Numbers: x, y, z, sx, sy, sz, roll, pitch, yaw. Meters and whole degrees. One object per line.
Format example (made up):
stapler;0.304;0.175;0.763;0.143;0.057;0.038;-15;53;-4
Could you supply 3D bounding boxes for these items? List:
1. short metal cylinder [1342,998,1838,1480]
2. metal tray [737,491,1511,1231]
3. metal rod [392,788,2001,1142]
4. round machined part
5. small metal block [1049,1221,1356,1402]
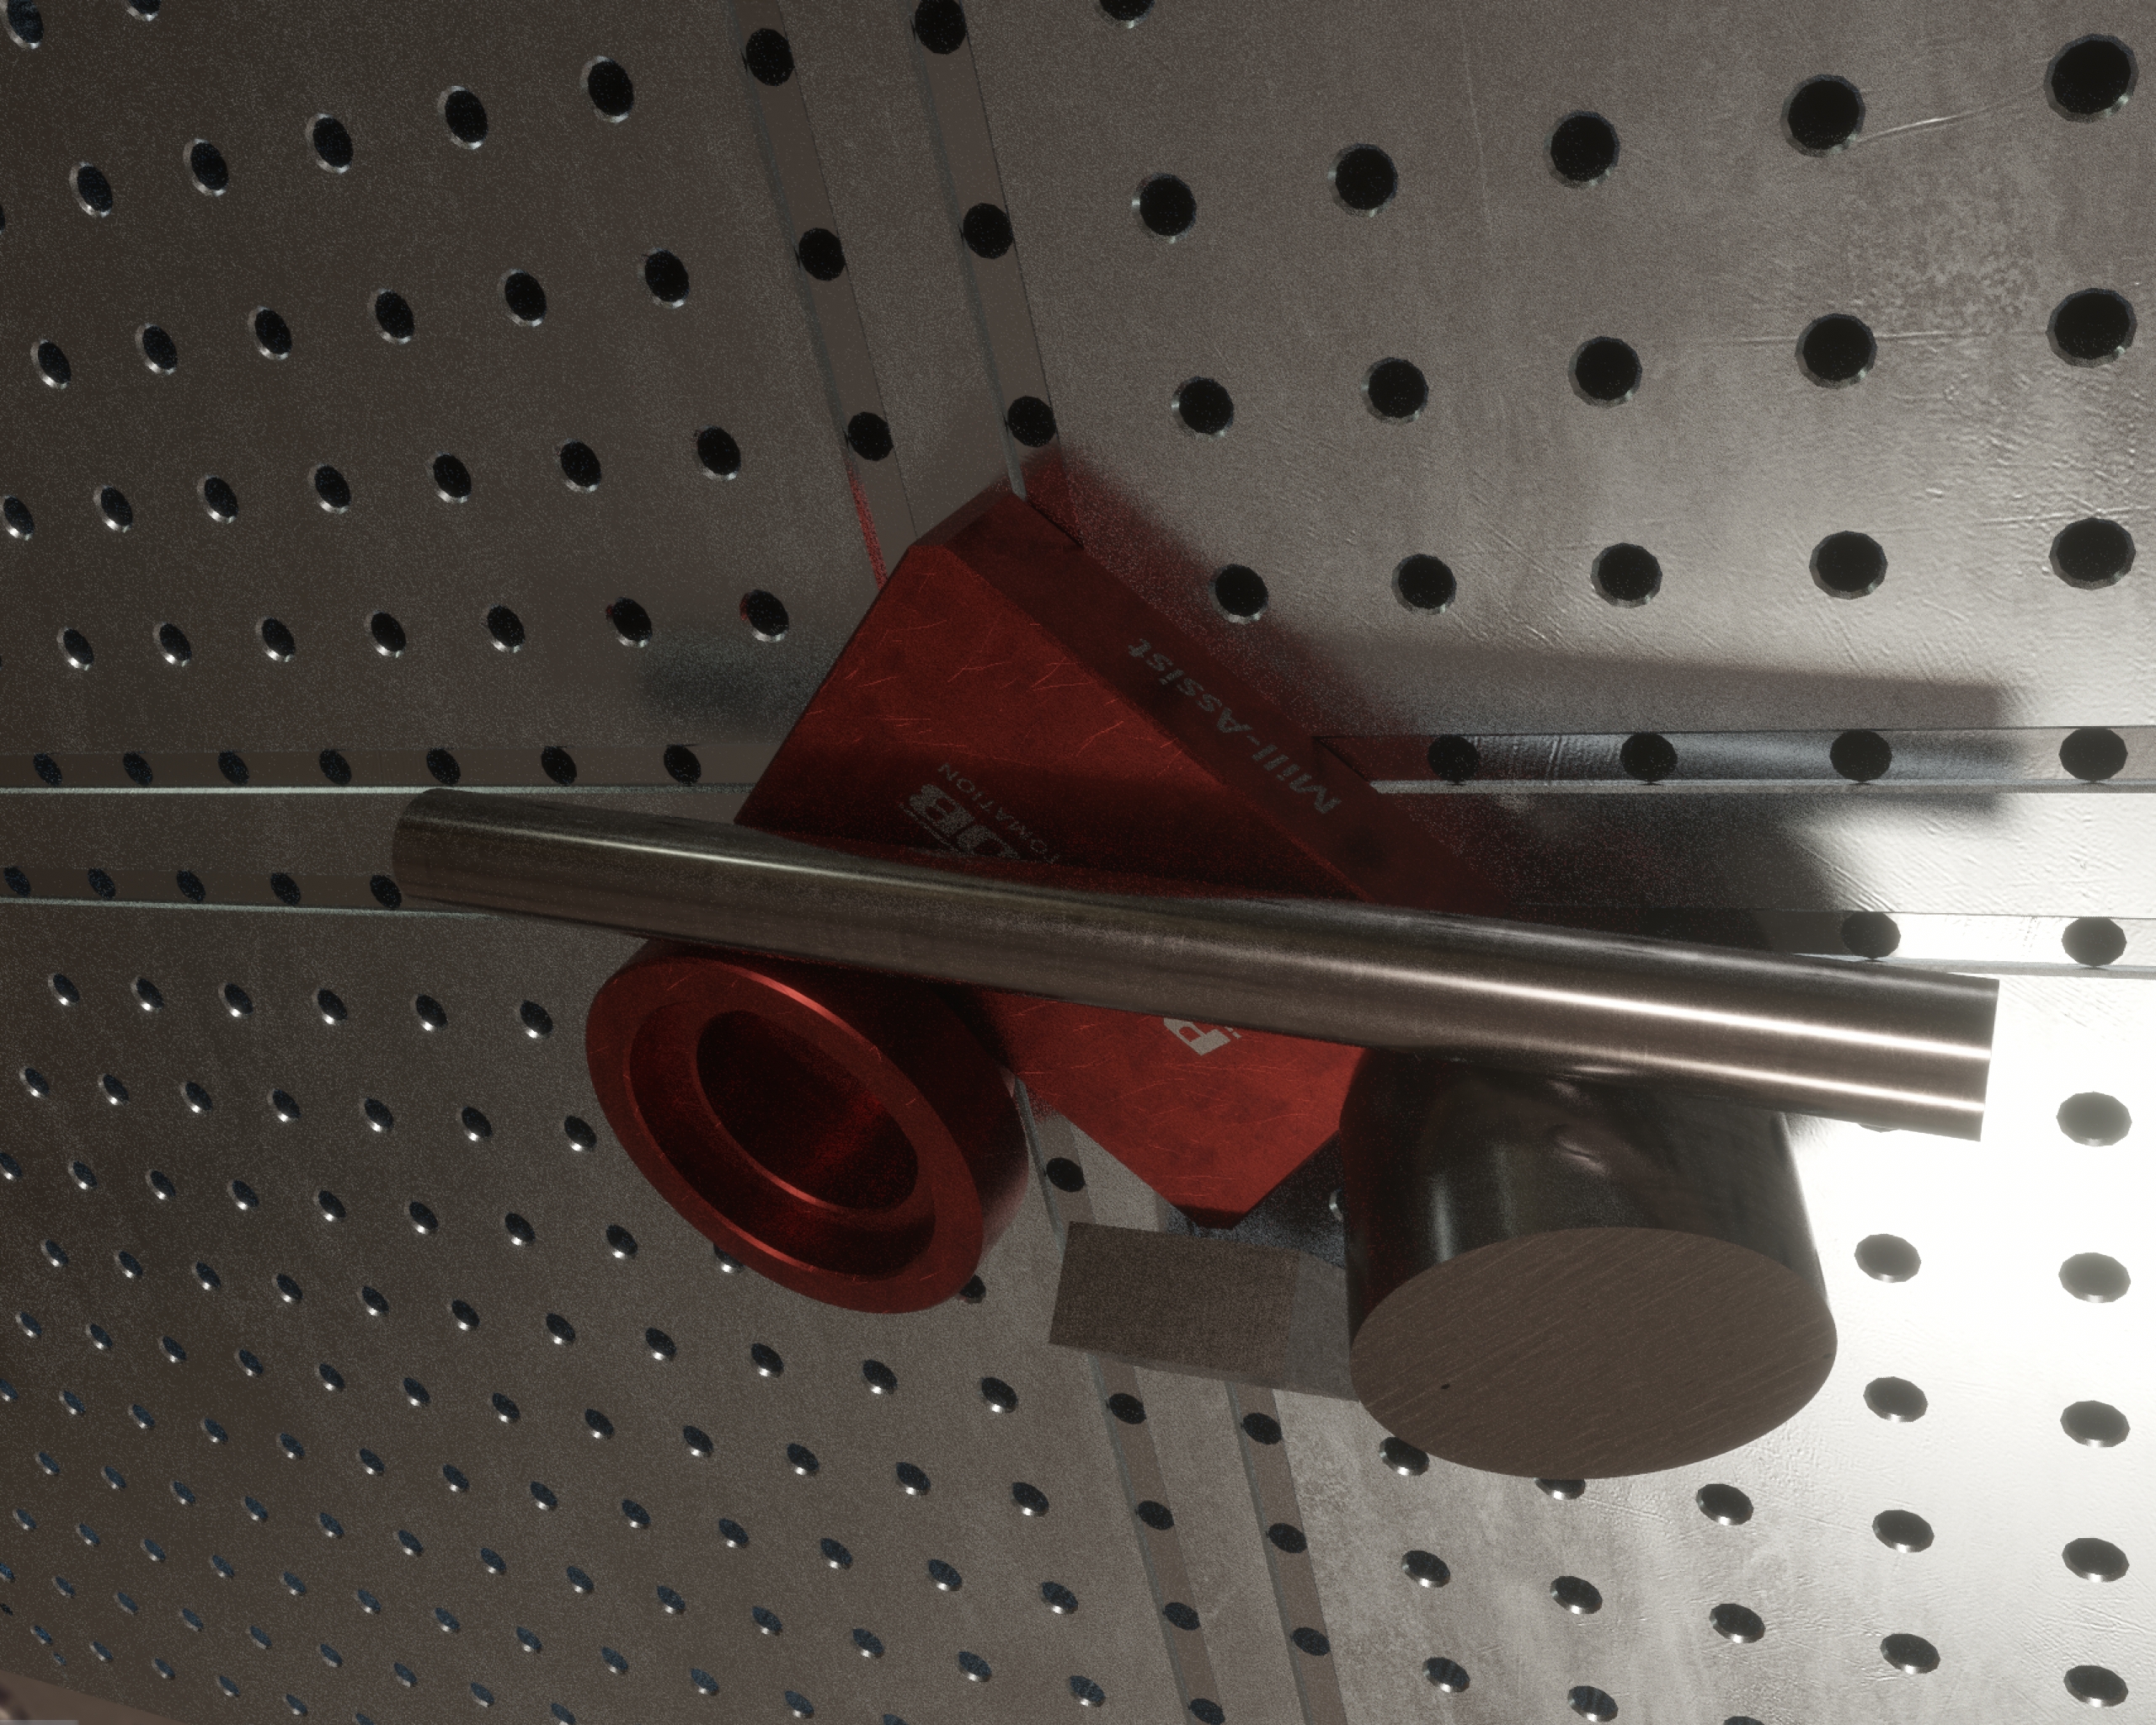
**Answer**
short metal cylinder;0.088;0.067;0.370;0.080;0.050;0.079;2;135;2
metal tray;0.006;0.002;0.406;0.130;0.030;0.089;40;129;0
metal rod;0.002;0.013;0.377;0.301;0.025;0.025;7;122;24
round machined part;-0.053;0.047;0.449;0.098;0.042;0.097;18;133;21
small metal block;0.029;0.094;0.435;0.050;0.025;0.050;2;163;26
